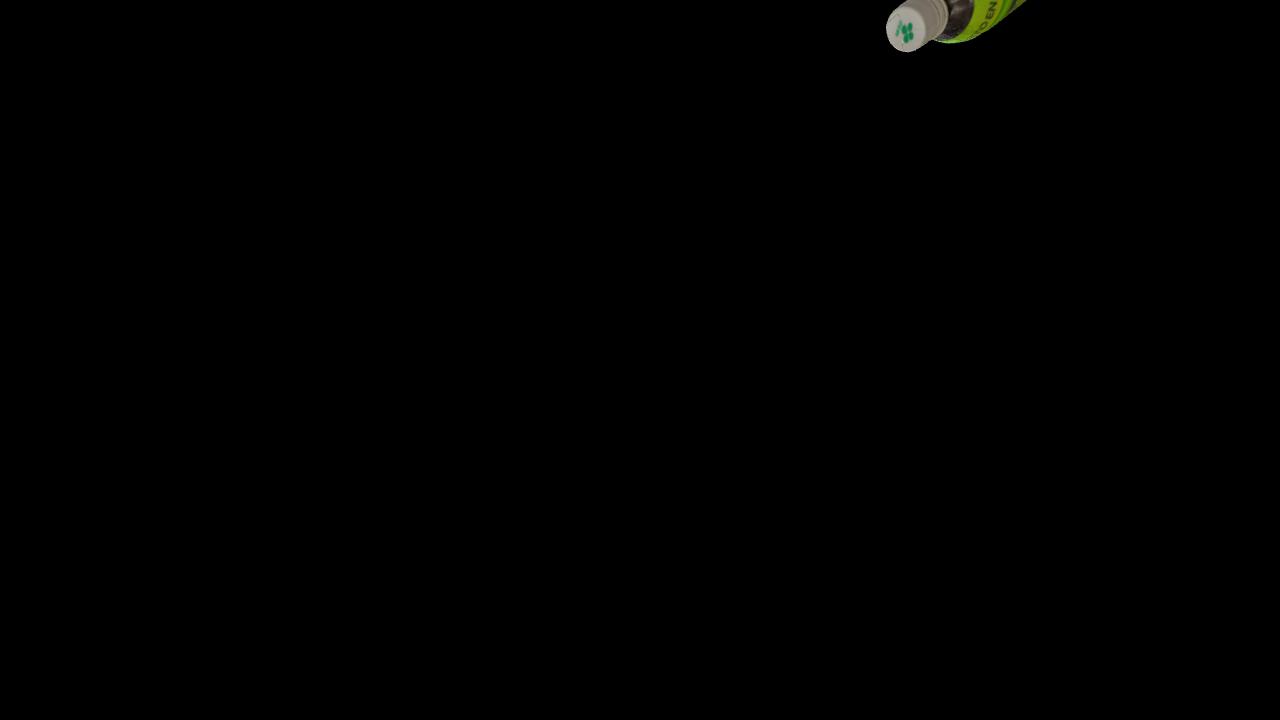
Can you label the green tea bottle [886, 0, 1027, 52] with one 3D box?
[{"bbox_3d":[0.256,-0.286,0.447,0.212,0.073,0.073,-37,13,-18],"label":"green tea bottle"}]
